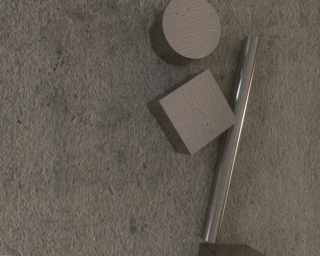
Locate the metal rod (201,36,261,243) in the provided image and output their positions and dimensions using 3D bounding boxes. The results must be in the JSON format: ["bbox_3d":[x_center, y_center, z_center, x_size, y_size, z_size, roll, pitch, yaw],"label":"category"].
[{"bbox_3d":[0.103,0.013,0.448,0.025,0.025,0.298,15,85,-20],"label":"metal rod"}]

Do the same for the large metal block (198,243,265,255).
[{"bbox_3d":[0.097,0.211,0.434,0.081,0.050,0.080,10,87,-20],"label":"large metal block"}]

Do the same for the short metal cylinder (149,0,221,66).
[{"bbox_3d":[0.032,-0.126,0.409,0.081,0.050,0.079,0,90,-21],"label":"short metal cylinder"}]

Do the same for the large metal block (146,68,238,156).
[{"bbox_3d":[0.042,-0.021,0.412,0.080,0.050,0.080,-35,102,-17],"label":"large metal block"}]
